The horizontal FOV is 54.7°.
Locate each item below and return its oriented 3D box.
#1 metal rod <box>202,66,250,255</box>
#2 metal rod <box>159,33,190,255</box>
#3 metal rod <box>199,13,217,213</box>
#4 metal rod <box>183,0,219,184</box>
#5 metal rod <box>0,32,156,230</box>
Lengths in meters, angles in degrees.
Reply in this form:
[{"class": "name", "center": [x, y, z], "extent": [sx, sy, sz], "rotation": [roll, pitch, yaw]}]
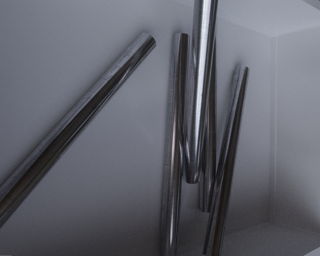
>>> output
[{"class": "metal rod", "center": [0.104, 0.037, 0.468], "extent": [0.025, 0.025, 0.299], "rotation": [31, 63, -36]}, {"class": "metal rod", "center": [0.020, 0.021, 0.423], "extent": [0.025, 0.025, 0.298], "rotation": [6, 86, -40]}, {"class": "metal rod", "center": [0.073, -0.025, 0.467], "extent": [0.025, 0.025, 0.298], "rotation": [1, 90, -40]}, {"class": "metal rod", "center": [0.047, -0.055, 0.369], "extent": [0.025, 0.025, 0.298], "rotation": [-27, 131, -37]}, {"class": "metal rod", "center": [-0.094, 0.000, 0.327], "extent": [0.025, 0.025, 0.301], "rotation": [51, 60, -28]}]
